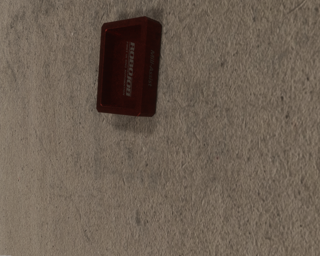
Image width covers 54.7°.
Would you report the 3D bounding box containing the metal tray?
[{"bbox_3d":[-0.046,-0.083,0.437,0.090,0.030,0.129,7,95,39],"label":"metal tray"}]
